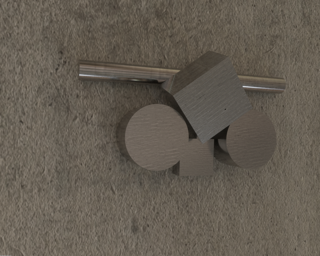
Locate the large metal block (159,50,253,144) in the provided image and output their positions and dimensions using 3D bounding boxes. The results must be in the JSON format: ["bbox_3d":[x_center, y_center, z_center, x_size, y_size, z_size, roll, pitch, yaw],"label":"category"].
[{"bbox_3d":[0.060,-0.041,0.400,0.080,0.050,0.080,-36,119,-3],"label":"large metal block"}]

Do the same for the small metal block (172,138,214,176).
[{"bbox_3d":[0.046,0.039,0.428,0.050,0.025,0.050,2,89,-20],"label":"small metal block"}]

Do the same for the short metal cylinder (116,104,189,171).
[{"bbox_3d":[-0.011,0.011,0.392,0.081,0.050,0.079,0,90,-20],"label":"short metal cylinder"}]

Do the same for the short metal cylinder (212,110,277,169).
[{"bbox_3d":[0.115,0.016,0.439,0.081,0.050,0.079,0,90,-20],"label":"short metal cylinder"}]

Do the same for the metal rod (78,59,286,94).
[{"bbox_3d":[0.044,-0.068,0.426,0.302,0.025,0.025,1,90,-20],"label":"metal rod"}]
